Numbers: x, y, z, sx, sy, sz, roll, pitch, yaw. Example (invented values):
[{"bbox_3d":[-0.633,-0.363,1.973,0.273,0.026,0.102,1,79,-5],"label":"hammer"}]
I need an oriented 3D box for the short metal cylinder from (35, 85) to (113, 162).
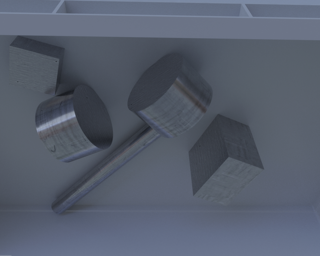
[{"bbox_3d":[-0.099,-0.005,0.368,0.050,0.080,0.080,-20,127,16],"label":"short metal cylinder"}]

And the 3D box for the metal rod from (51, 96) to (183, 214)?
[{"bbox_3d":[-0.067,0.050,0.450,0.025,0.025,0.299,36,121,-27],"label":"metal rod"}]

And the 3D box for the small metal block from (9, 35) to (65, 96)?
[{"bbox_3d":[-0.138,-0.069,0.348,0.050,0.025,0.050,14,129,-12],"label":"small metal block"}]

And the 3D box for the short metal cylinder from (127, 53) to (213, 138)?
[{"bbox_3d":[0.010,-0.036,0.343,0.080,0.080,0.050,-35,122,25],"label":"short metal cylinder"}]

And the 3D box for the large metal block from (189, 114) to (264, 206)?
[{"bbox_3d":[0.083,0.042,0.410,0.050,0.080,0.079,20,127,-17],"label":"large metal block"}]
